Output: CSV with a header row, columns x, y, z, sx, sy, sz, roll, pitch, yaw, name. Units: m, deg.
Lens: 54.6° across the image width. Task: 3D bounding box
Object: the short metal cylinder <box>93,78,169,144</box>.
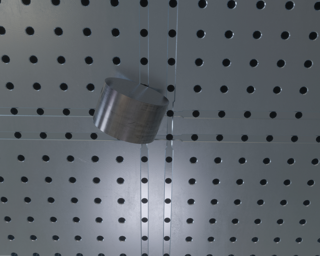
x,y,z,sx,sy,sz,roll,pitch,yaw,name
-0.035,-0.022,0.376,0.080,0.080,0.050,19,109,-7,short metal cylinder
